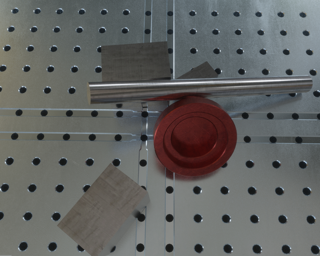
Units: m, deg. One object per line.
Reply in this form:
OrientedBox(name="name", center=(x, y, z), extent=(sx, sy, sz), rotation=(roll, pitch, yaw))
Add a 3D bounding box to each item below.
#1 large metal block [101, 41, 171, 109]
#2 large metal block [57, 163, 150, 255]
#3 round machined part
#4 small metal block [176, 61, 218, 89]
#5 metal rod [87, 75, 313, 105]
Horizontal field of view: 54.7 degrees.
OrientedBox(name="large metal block", center=(-0.029, -0.066, 0.406), extent=(0.081, 0.080, 0.050), rotation=(-5, 70, -2))
OrientedBox(name="large metal block", center=(-0.057, 0.094, 0.348), extent=(0.050, 0.080, 0.080), rotation=(36, 74, 12))
OrientedBox(name="round machined part", center=(0.041, 0.008, 0.382), extent=(0.099, 0.042, 0.097), rotation=(-2, 115, -3))
OrientedBox(name="small metal block", center=(0.047, -0.057, 0.419), extent=(0.050, 0.050, 0.025), rotation=(-31, 73, -11))
OrientedBox(name="metal rod", center=(0.065, -0.049, 0.384), extent=(0.303, 0.025, 0.025), rotation=(-5, 69, -21))
